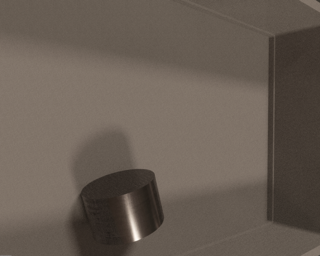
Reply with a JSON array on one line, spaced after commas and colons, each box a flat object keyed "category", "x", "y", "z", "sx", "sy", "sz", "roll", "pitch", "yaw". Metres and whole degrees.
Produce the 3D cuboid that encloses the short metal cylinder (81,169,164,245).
[{"category": "short metal cylinder", "x": -0.040, "y": 0.083, "z": 0.339, "sx": 0.081, "sy": 0.080, "sz": 0.050, "roll": -20, "pitch": 103, "yaw": -39}]
